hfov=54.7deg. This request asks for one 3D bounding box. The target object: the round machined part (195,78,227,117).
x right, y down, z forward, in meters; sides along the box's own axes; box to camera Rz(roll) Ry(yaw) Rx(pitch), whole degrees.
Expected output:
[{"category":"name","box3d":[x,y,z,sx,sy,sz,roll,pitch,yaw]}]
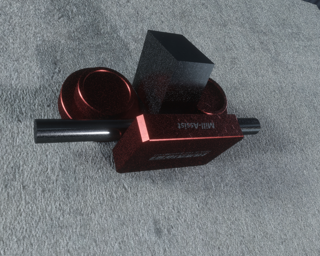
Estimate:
[{"category":"round machined part","box3d":[0.057,-0.038,0.449,0.099,0.042,0.098,14,56,-21]}]

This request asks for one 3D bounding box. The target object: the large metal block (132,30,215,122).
[{"category":"large metal block","box3d":[0.012,-0.064,0.383,0.050,0.079,0.080,-2,39,-30]}]

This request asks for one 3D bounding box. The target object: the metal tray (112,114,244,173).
[{"category":"metal tray","box3d":[0.020,0.019,0.364,0.131,0.090,0.030,-1,63,-29]}]

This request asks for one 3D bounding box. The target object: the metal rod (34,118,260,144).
[{"category":"metal rod","box3d":[0.007,0.000,0.384,0.303,0.025,0.025,-1,63,-29]}]

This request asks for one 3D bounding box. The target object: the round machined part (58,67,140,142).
[{"category":"round machined part","box3d":[-0.070,-0.035,0.377,0.099,0.042,0.098,14,56,-21]}]
